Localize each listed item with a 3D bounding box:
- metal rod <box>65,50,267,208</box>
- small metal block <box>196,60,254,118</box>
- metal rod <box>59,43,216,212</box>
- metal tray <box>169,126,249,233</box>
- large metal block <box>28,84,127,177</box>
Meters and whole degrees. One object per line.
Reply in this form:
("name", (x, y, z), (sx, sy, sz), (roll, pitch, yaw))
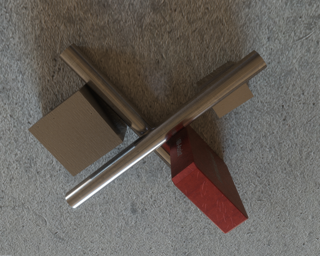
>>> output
("metal rod", (-0.001, 0.009, 0.387), (0.300, 0.025, 0.025), (-37, 106, 12))
("small metal block", (0.082, -0.049, 0.394), (0.050, 0.025, 0.050), (-34, 107, 11))
("metal rod", (-0.013, 0.010, 0.415), (0.025, 0.025, 0.300), (-40, 106, 13))
("metal tray", (0.053, 0.052, 0.374), (0.030, 0.130, 0.090), (-41, 105, 14))
("large metal block", (-0.101, 0.001, 0.395), (0.080, 0.050, 0.080), (-35, 107, 11))
